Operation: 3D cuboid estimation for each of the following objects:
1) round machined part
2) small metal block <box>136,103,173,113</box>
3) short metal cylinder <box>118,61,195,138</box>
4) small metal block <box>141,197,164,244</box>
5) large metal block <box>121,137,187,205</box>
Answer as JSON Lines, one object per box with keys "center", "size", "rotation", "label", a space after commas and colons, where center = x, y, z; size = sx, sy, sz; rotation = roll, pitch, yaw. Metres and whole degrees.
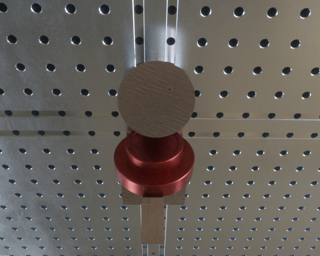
{"center": [-0.007, 0.032, 0.377], "size": [0.099, 0.098, 0.042], "rotation": [1, 130, -1], "label": "round machined part"}
{"center": [-0.007, -0.017, 0.396], "size": [0.050, 0.025, 0.050], "rotation": [0, 130, -1], "label": "small metal block"}
{"center": [-0.004, -0.033, 0.345], "size": [0.081, 0.050, 0.079], "rotation": [0, 100, -1], "label": "short metal cylinder"}
{"center": [-0.009, 0.107, 0.367], "size": [0.025, 0.050, 0.050], "rotation": [1, 168, -2], "label": "small metal block"}
{"center": [-0.008, 0.056, 0.422], "size": [0.081, 0.080, 0.050], "rotation": [1, 130, -1], "label": "large metal block"}
